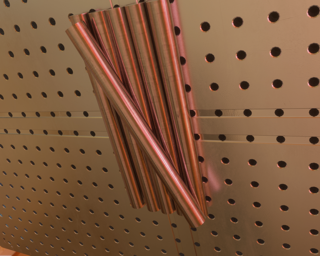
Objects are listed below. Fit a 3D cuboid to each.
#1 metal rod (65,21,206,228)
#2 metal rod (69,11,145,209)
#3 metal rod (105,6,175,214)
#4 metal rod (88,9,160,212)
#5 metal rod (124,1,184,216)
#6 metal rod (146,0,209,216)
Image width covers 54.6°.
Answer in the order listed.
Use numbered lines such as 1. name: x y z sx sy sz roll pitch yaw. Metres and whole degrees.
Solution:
1. metal rod: -0.023 0.006 0.395 0.025 0.025 0.299 -21 107 36
2. metal rod: -0.066 -0.008 0.441 0.025 0.025 0.298 1 119 28
3. metal rod: -0.018 -0.006 0.417 0.025 0.025 0.298 1 119 28
4. metal rod: -0.040 -0.006 0.428 0.025 0.025 0.298 1 119 28
5. metal rod: 0.005 -0.006 0.406 0.025 0.025 0.298 1 119 28
6. metal rod: 0.028 -0.006 0.394 0.025 0.025 0.298 1 119 28
